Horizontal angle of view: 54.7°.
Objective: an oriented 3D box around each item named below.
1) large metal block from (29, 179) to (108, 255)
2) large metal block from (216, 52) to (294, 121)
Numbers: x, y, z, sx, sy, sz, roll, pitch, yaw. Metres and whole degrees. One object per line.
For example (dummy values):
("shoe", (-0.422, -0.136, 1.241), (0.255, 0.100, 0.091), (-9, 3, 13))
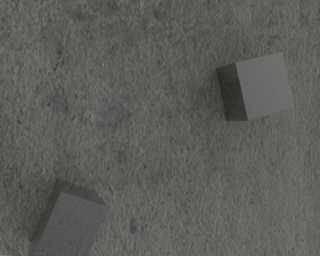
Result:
("large metal block", (-0.103, 0.108, 0.342), (0.050, 0.080, 0.080), (24, 82, -19))
("large metal block", (0.137, -0.058, 0.448), (0.081, 0.050, 0.080), (-16, 96, -20))
